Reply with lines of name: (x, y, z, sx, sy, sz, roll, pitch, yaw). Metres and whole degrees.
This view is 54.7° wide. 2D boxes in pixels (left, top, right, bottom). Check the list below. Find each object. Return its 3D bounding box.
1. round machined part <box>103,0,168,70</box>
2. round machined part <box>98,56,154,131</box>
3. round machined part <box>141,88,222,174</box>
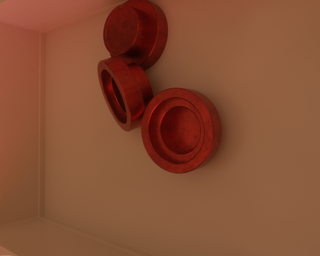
round machined part: (-0.040, -0.130, 0.427, 0.098, 0.042, 0.097, 0, 90, 39)
round machined part: (-0.042, -0.048, 0.409, 0.098, 0.042, 0.097, 50, 154, 36)
round machined part: (0.029, 0.002, 0.367, 0.098, 0.042, 0.097, 3, 95, 36)
